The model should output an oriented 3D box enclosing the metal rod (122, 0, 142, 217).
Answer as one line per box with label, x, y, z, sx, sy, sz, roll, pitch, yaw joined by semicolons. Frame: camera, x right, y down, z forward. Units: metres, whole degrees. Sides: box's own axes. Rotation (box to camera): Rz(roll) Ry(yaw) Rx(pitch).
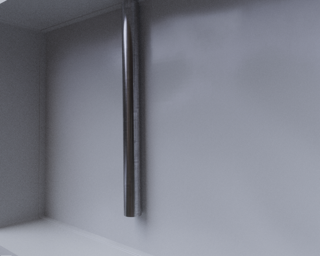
metal rod;-0.040;-0.027;0.437;0.025;0.025;0.298;-1;89;39
